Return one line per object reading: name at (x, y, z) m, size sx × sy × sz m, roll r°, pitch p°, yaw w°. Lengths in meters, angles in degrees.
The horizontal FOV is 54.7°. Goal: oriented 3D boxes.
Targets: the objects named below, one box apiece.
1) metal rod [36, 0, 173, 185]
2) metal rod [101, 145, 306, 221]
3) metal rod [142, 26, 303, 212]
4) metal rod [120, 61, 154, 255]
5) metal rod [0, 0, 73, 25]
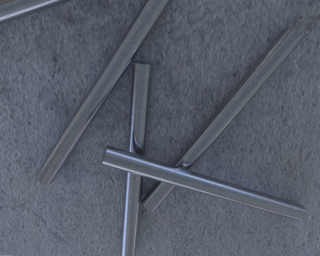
metal rod at (-0.076, -0.045, 0.392) m, size 0.025 × 0.025 × 0.299 m, roll 33°, pitch 106°, yaw -12°
metal rod at (0.069, 0.079, 0.418) m, size 0.302 × 0.025 × 0.025 m, roll 19°, pitch 109°, yaw -16°
metal rod at (0.072, 0.000, 0.410) m, size 0.025 × 0.025 × 0.299 m, roll 35°, pitch 106°, yaw -12°
metal rod at (-0.035, 0.059, 0.430) m, size 0.025 × 0.025 × 0.298 m, roll 5°, pitch 110°, yaw -2°
metal rod at (-0.129, -0.150, 0.352) m, size 0.301 × 0.025 × 0.025 m, roll -16°, pitch 110°, yaw 5°
